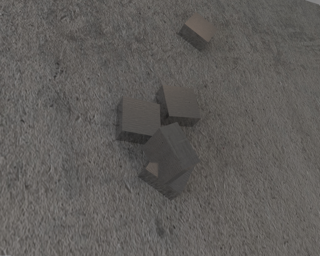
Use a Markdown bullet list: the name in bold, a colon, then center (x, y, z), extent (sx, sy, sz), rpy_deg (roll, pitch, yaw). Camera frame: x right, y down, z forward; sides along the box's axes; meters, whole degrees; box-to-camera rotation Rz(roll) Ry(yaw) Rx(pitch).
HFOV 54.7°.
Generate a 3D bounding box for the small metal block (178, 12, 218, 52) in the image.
- **small metal block**: center (0.067, -0.169, 0.542), extent (0.050, 0.025, 0.050), rpy_deg (38, 51, -3)

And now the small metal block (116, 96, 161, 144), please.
- **small metal block**: center (-0.028, -0.008, 0.394), extent (0.050, 0.025, 0.050), rpy_deg (11, 57, -22)

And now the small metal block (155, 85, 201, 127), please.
- **small metal block**: center (0.025, -0.031, 0.435), extent (0.050, 0.025, 0.050), rpy_deg (3, 60, -27)

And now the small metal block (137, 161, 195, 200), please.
- **small metal block**: center (0.009, 0.051, 0.378), extent (0.050, 0.025, 0.050), rpy_deg (37, 51, -4)

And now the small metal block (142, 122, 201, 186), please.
- **small metal block**: center (0.011, 0.029, 0.343), extent (0.025, 0.050, 0.050), rpy_deg (-19, 72, -35)
